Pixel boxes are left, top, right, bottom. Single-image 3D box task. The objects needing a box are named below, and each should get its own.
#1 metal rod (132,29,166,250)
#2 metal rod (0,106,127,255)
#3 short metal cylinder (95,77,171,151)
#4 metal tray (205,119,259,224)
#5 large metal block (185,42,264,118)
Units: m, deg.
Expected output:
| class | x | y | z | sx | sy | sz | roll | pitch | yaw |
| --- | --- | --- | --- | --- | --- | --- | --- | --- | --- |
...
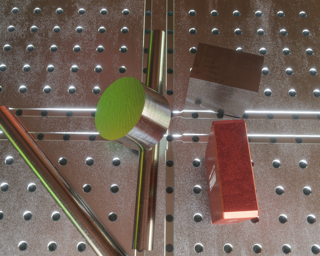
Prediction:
| class | x | y | z | sx | sy | sz | roll | pitch | yaw |
| --- | --- | --- | --- | --- | --- | --- | --- | --- | --- |
| metal rod | -0.012 | 0.001 | 0.411 | 0.025 | 0.025 | 0.299 | 3 | 70 | 1 |
| metal rod | -0.116 | 0.084 | 0.379 | 0.025 | 0.025 | 0.300 | -40 | 75 | -13 |
| short metal cylinder | -0.034 | -0.017 | 0.384 | 0.080 | 0.050 | 0.080 | -15 | 63 | 33 |
| metal tray | 0.072 | 0.054 | 0.335 | 0.030 | 0.130 | 0.090 | -4 | 70 | 3 |
| large metal block | 0.080 | -0.059 | 0.405 | 0.080 | 0.080 | 0.050 | 14 | 71 | 5 |
